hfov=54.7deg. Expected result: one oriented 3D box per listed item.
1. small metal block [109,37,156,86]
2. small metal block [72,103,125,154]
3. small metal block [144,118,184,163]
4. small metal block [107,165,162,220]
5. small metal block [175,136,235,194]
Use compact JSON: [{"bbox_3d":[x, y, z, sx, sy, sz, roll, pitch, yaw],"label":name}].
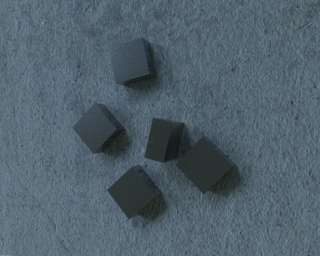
[{"bbox_3d":[-0.037,-0.089,0.422,0.050,0.025,0.050,-12,86,19],"label":"small metal block"},{"bbox_3d":[-0.087,0.000,0.440,0.050,0.025,0.050,-45,76,14],"label":"small metal block"},{"bbox_3d":[0.006,0.014,0.393,0.025,0.050,0.050,14,95,19],"label":"small metal block"},{"bbox_3d":[-0.035,0.086,0.421,0.050,0.025,0.050,-43,77,15],"label":"small metal block"},{"bbox_3d":[0.057,0.046,0.389,0.050,0.025,0.050,46,104,14],"label":"small metal block"}]
